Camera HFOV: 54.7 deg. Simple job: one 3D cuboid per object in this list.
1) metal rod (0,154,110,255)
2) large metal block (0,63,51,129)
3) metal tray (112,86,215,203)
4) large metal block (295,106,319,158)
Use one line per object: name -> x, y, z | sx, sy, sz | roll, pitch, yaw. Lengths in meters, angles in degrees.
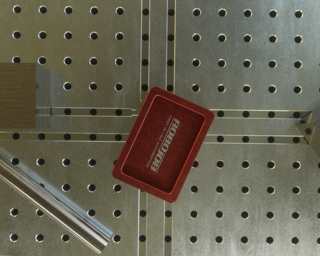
metal rod -> -0.193, 0.066, 0.411 | 0.300, 0.025, 0.025 | 38, 90, 0
large metal block -> -0.190, -0.039, 0.399 | 0.081, 0.050, 0.080 | 0, 90, 0
metal tray -> 0.004, 0.021, 0.410 | 0.090, 0.030, 0.129 | 25, 90, 0
large metal block -> 0.242, 0.003, 0.403 | 0.080, 0.050, 0.080 | -35, 90, 0
